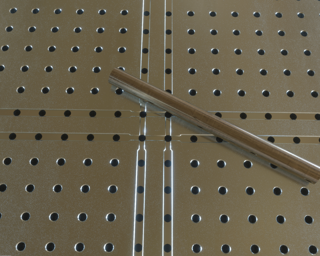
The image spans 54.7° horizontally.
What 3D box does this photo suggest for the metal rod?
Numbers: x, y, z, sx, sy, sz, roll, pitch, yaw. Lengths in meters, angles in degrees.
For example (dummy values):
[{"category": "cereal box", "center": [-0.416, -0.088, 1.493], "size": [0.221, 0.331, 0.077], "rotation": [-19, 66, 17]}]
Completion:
[{"category": "metal rod", "center": [0.067, -0.007, 0.415], "size": [0.301, 0.025, 0.025], "rotation": [27, 72, 9]}]
